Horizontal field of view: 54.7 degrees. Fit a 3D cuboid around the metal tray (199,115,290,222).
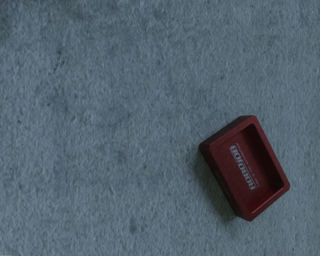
[{"bbox_3d":[0.126,0.057,0.454,0.090,0.030,0.130,-33,101,-17],"label":"metal tray"}]
